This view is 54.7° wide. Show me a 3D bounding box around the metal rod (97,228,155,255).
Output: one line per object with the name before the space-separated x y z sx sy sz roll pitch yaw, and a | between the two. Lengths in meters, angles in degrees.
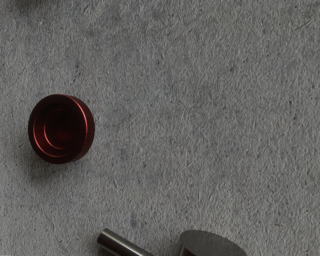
metal rod | 0.050 0.209 0.390 0.301 0.025 0.025 23 98 18

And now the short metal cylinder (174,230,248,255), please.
short metal cylinder | 0.056 0.161 0.360 0.080 0.080 0.050 16 96 19

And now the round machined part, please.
round machined part | -0.136 0.002 0.446 0.098 0.042 0.097 0 90 19
